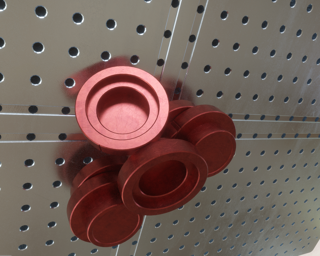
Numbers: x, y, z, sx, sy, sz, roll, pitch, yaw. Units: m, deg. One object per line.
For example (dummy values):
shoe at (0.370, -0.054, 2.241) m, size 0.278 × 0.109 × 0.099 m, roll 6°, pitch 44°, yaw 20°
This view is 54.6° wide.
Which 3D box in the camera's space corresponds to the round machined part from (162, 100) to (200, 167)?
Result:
round machined part at (0.026, 0.017, 0.397) m, size 0.099 × 0.042 × 0.097 m, roll -14°, pitch 124°, yaw -21°

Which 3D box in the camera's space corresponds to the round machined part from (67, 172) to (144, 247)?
round machined part at (-0.059, 0.105, 0.377) m, size 0.099 × 0.042 × 0.097 m, roll -14°, pitch 124°, yaw -21°

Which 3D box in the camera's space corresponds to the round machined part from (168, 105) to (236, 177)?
round machined part at (0.055, 0.023, 0.388) m, size 0.099 × 0.042 × 0.097 m, roll -14°, pitch 124°, yaw -21°

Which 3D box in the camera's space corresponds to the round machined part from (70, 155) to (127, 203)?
round machined part at (-0.059, 0.086, 0.393) m, size 0.099 × 0.042 × 0.097 m, roll -14°, pitch 124°, yaw -21°

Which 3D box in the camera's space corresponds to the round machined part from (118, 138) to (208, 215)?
round machined part at (0.000, 0.050, 0.347) m, size 0.099 × 0.042 × 0.097 m, roll -13°, pitch 131°, yaw -15°

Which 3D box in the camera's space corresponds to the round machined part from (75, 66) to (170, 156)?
round machined part at (-0.040, -0.016, 0.343) m, size 0.099 × 0.098 × 0.042 m, roll -25°, pitch 163°, yaw -13°
